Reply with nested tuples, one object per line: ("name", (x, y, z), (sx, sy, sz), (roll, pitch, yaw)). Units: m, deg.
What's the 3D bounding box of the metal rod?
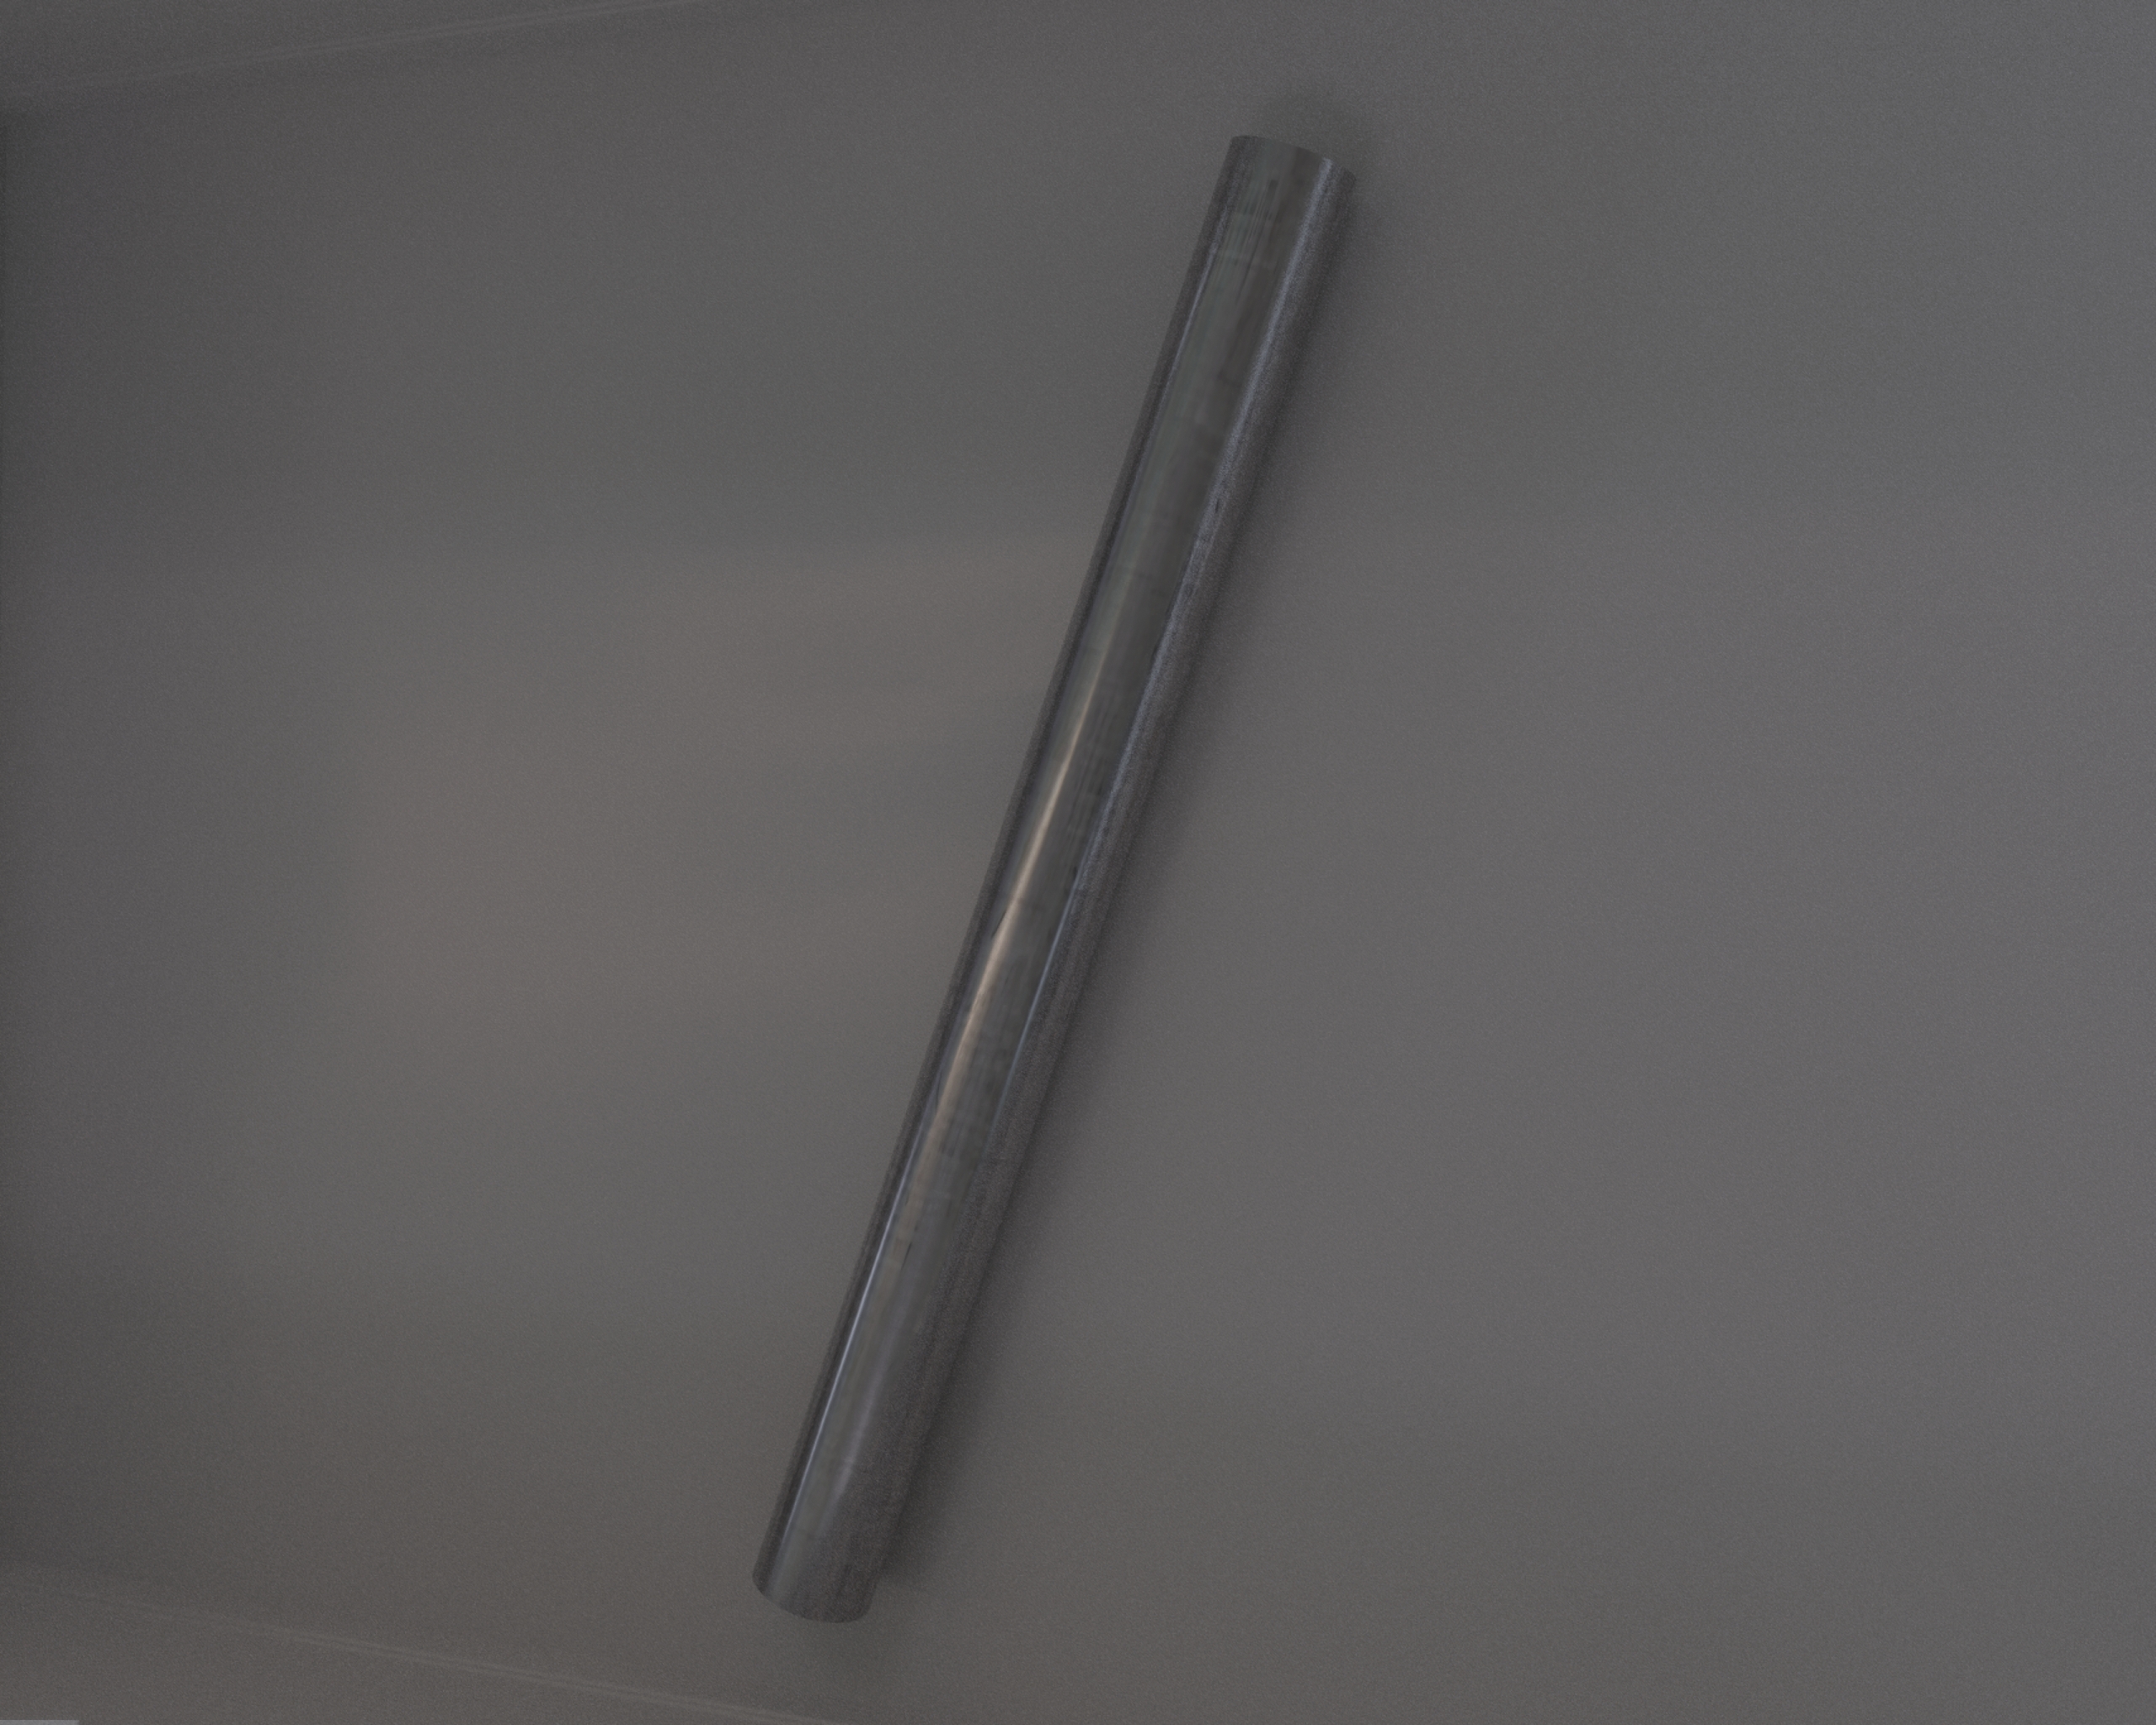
("metal rod", (-0.007, 0.008, 0.411), (0.025, 0.025, 0.298), (21, 97, 19))
